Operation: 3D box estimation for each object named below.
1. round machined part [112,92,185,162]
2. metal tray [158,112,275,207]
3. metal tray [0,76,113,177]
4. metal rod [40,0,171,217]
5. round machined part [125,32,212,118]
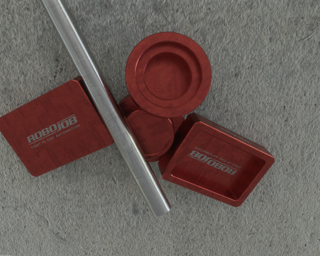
[{"bbox_3d":[-0.016,0.001,0.403,0.099,0.042,0.097,0,110,0],"label":"round machined part"},{"bbox_3d":[0.075,0.046,0.414,0.131,0.030,0.090,25,108,-20],"label":"metal tray"},{"bbox_3d":[-0.130,0.000,0.395,0.130,0.030,0.090,-23,106,17],"label":"metal tray"},{"bbox_3d":[-0.065,-0.032,0.363,0.025,0.025,0.299,-26,95,9],"label":"metal rod"},{"bbox_3d":[0.008,-0.060,0.368,0.099,0.042,0.097,0,88,-7],"label":"round machined part"}]
